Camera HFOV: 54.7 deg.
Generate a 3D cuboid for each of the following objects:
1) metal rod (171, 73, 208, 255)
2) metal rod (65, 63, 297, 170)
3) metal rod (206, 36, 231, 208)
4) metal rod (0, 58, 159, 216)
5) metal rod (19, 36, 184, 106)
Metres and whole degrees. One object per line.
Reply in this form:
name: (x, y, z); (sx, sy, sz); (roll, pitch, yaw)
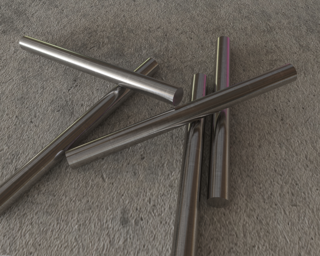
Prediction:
metal rod: (0.039, 0.041, 0.369); (0.025, 0.025, 0.300); (7, 50, 5)
metal rod: (0.031, -0.017, 0.387); (0.302, 0.025, 0.025); (-22, 53, -6)
metal rod: (0.085, -0.033, 0.431); (0.025, 0.025, 0.300); (7, 50, 5)
metal rod: (-0.097, -0.005, 0.405); (0.025, 0.025, 0.301); (28, 55, 21)
metal rod: (-0.101, -0.091, 0.453); (0.300, 0.025, 0.025); (23, 53, 27)
